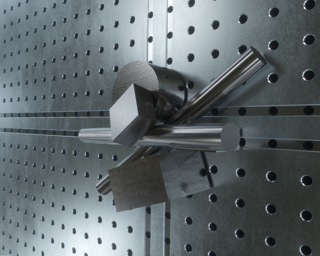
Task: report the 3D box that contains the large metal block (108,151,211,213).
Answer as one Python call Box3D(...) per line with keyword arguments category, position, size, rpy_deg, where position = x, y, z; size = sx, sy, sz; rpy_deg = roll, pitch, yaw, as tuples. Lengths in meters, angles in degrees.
Box3D(category="large metal block", position=(-0.001, 0.061, 0.368), size=(0.080, 0.081, 0.050), rpy_deg=(-23, 76, 38))

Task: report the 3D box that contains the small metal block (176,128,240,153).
Box3D(category="small metal block", position=(0.054, 0.012, 0.344), size=(0.050, 0.050, 0.025), rpy_deg=(0, 90, 41))

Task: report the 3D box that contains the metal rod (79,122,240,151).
Box3D(category="metal rod", position=(-0.030, 0.010, 0.383), size=(0.299, 0.025, 0.025), rpy_deg=(-1, 89, 53))

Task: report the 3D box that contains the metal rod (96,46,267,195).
Box3D(category="metal rod", position=(0.007, 0.008, 0.400), size=(0.299, 0.025, 0.025), rpy_deg=(-41, 65, 32))

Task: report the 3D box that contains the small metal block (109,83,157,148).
Box3D(category="small metal block", position=(-0.032, -0.014, 0.355), size=(0.050, 0.025, 0.050), rpy_deg=(-43, 42, 32))

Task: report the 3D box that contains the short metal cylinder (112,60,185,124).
Box3D(category="short metal cylinder", position=(-0.016, -0.043, 0.401), size=(0.080, 0.050, 0.080), rpy_deg=(-1, 89, 40))
